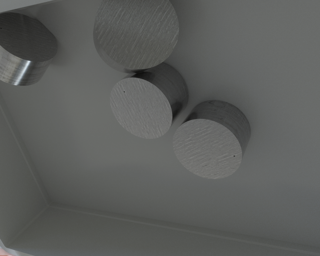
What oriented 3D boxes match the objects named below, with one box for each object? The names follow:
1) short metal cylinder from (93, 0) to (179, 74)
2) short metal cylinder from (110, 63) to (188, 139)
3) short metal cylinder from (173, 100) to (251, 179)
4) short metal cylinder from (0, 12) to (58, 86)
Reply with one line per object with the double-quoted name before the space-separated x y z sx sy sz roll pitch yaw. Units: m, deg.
"short metal cylinder" -0.026 -0.098 0.317 0.080 0.080 0.050 56 171 -12
"short metal cylinder" -0.012 -0.034 0.375 0.080 0.050 0.079 14 127 20
"short metal cylinder" 0.062 0.013 0.367 0.080 0.050 0.079 13 124 20
"short metal cylinder" -0.183 -0.102 0.404 0.080 0.080 0.050 46 129 -4
